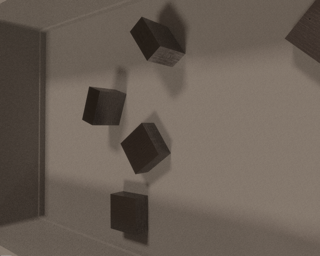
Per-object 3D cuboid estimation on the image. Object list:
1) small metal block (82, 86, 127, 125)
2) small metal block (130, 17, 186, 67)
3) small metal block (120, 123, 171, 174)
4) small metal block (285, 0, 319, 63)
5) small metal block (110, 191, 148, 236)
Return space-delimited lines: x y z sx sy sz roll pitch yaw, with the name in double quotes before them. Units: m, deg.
"small metal block" -0.081 -0.031 0.455 0.025 0.050 0.050 24 105 37
"small metal block" -0.003 -0.107 0.391 0.025 0.050 0.050 -43 64 31
"small metal block" -0.020 0.028 0.422 0.050 0.025 0.050 -43 65 31
"small metal block" 0.153 -0.086 0.280 0.050 0.025 0.050 50 119 28
"small metal block" -0.044 0.120 0.441 0.050 0.025 0.050 -1 90 39
